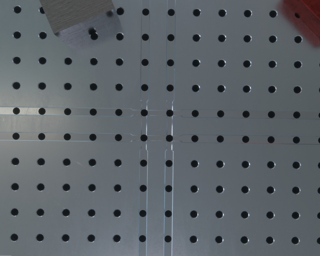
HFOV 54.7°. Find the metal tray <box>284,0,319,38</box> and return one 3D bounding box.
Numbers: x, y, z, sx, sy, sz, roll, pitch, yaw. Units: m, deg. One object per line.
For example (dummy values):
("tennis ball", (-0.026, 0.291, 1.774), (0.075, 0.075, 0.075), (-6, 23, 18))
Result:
("metal tray", (0.246, -0.191, 0.412), (0.130, 0.030, 0.090), (-44, 90, 0))

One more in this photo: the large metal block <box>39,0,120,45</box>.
("large metal block", (-0.107, -0.166, 0.400), (0.080, 0.050, 0.080), (-23, 90, 0))
